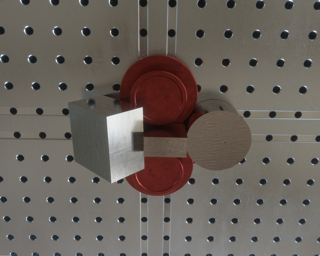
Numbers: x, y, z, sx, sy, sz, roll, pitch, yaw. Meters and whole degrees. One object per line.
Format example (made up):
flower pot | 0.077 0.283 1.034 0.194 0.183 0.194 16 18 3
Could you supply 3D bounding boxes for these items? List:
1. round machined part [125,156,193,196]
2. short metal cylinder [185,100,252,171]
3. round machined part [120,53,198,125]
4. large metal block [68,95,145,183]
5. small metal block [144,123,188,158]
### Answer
round machined part | -0.003 0.052 0.423 0.099 0.042 0.097 0 110 0
short metal cylinder | 0.072 0.008 0.402 0.081 0.050 0.079 0 110 0
round machined part | -0.002 -0.042 0.389 0.099 0.042 0.097 0 110 0
large metal block | -0.066 0.010 0.381 0.050 0.080 0.079 -19 118 -41
small metal block | 0.006 0.014 0.381 0.050 0.050 0.025 1 110 -1
